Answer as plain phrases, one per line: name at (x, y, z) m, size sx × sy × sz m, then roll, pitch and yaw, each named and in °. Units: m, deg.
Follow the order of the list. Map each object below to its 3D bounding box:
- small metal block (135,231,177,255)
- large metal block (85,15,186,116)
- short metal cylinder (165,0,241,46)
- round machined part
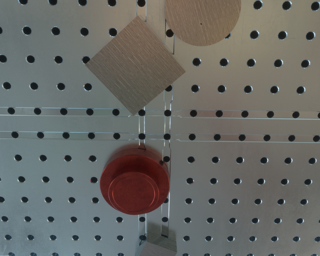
small metal block at (-0.007, 0.196, 0.486) m, size 0.050 × 0.025 × 0.050 m, roll 23°, pitch 108°, yaw -9°
large metal block at (-0.028, -0.076, 0.372) m, size 0.080 × 0.050 × 0.080 m, roll -39°, pitch 106°, yaw 13°
short metal cylinder at (0.045, -0.136, 0.351) m, size 0.081 × 0.050 × 0.079 m, roll 0°, pitch 110°, yaw -1°
round machined part at (-0.035, 0.082, 0.434) m, size 0.099 × 0.042 × 0.097 m, roll 0°, pitch 110°, yaw -1°
